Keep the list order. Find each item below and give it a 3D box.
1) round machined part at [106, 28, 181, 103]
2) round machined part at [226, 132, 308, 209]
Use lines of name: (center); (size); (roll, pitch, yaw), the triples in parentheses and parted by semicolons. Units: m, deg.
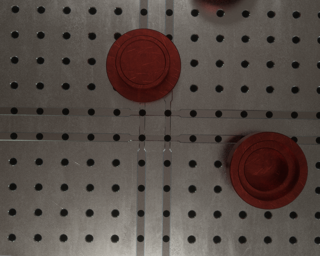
round machined part: (-0.021, -0.082, 0.405); (0.099, 0.042, 0.097); (0, 90, -1)
round machined part: (0.136, 0.053, 0.407); (0.099, 0.042, 0.097); (0, 90, -1)
